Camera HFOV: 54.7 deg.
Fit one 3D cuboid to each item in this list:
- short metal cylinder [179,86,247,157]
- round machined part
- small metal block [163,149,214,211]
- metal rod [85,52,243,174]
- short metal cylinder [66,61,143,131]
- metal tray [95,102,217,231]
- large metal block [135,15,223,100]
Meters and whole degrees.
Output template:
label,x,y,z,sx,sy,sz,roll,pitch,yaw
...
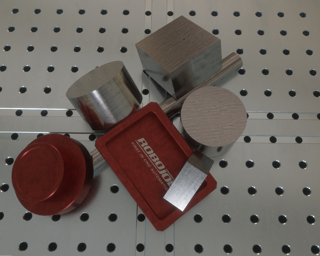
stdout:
label,x,y,z,sx,sy,sz,roll,pitch,yaw
short metal cylinder,0.066,-0.007,0.401,0.081,0.050,0.080,0,70,0
round machined part,-0.133,0.054,0.368,0.098,0.042,0.098,-4,75,15
small metal block,0.033,0.057,0.347,0.025,0.050,0.050,33,109,9
metal rod,-0.008,-0.012,0.418,0.301,0.025,0.025,-36,74,-12
short metal cylinder,-0.069,-0.042,0.391,0.080,0.050,0.080,-21,31,14
metal tray,-0.005,0.045,0.377,0.090,0.030,0.130,-36,87,-12
large metal block,0.026,-0.098,0.422,0.080,0.050,0.080,-35,54,-12
